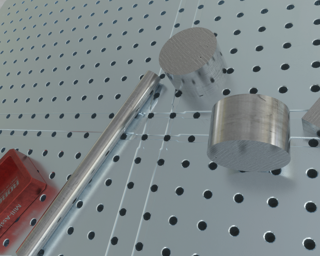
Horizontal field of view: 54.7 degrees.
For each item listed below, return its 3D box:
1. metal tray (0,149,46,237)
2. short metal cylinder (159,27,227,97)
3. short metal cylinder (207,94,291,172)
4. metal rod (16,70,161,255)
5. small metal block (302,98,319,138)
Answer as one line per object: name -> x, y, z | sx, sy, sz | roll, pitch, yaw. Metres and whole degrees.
metal tray -> -0.243, 0.106, 0.467 | 0.130, 0.030, 0.090 | -48, 51, -6
short metal cylinder -> 0.045, -0.090, 0.424 | 0.080, 0.050, 0.080 | -13, 56, 21
short metal cylinder -> 0.092, 0.008, 0.320 | 0.080, 0.080, 0.050 | -3, 61, 27
metal rod -> -0.092, 0.044, 0.429 | 0.025, 0.025, 0.300 | 25, 75, 37
small metal block -> 0.184, -0.011, 0.318 | 0.050, 0.025, 0.050 | -48, 51, -5
